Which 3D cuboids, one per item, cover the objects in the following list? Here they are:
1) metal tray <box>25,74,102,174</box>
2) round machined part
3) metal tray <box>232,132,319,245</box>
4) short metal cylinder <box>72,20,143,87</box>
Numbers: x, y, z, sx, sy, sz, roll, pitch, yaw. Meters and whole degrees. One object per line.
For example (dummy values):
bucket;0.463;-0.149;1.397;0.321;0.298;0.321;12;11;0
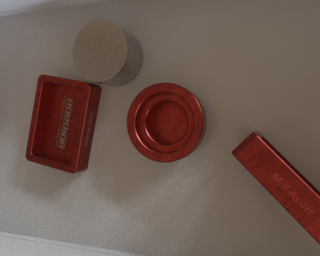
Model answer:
metal tray;-0.143;-0.007;0.456;0.090;0.030;0.129;12;94;19
round machined part;0.011;-0.007;0.397;0.098;0.042;0.097;0;90;19
metal tray;0.137;0.060;0.327;0.030;0.090;0.130;-46;76;14
short metal cylinder;-0.070;-0.099;0.421;0.080;0.050;0.079;0;90;19
